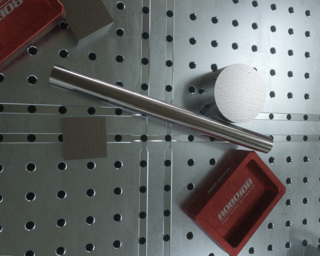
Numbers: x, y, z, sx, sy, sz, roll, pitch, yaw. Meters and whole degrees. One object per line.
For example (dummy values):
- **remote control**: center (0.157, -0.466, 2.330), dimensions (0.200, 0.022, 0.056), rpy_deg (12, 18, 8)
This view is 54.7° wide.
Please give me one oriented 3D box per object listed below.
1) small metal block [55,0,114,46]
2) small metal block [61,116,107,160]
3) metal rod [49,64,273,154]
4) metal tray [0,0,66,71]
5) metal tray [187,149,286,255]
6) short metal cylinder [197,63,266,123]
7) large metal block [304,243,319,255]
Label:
- **small metal block**: center (-0.093, -0.138, 0.378), dimensions (0.050, 0.025, 0.050), rpy_deg (-35, 102, -17)
- **small metal block**: center (-0.093, 0.012, 0.378), dimensions (0.050, 0.025, 0.050), rpy_deg (-2, 91, -20)
- **metal rod**: center (0.013, -0.020, 0.402), dimensions (0.302, 0.025, 0.025), rpy_deg (18, 84, -14)
- **metal tray**: center (-0.180, -0.119, 0.329), dimensions (0.130, 0.030, 0.090), rpy_deg (-41, 103, -4)
- **metal tray**: center (0.113, 0.106, 0.451), dimensions (0.130, 0.030, 0.090), rpy_deg (-46, 105, -14)
- **short metal cylinder**: center (0.099, -0.046, 0.436), dimensions (0.081, 0.050, 0.080), rpy_deg (0, 90, -20)
- **large metal block**: center (0.280, 0.238, 0.503), dimensions (0.081, 0.050, 0.080), rpy_deg (13, 86, -20)
